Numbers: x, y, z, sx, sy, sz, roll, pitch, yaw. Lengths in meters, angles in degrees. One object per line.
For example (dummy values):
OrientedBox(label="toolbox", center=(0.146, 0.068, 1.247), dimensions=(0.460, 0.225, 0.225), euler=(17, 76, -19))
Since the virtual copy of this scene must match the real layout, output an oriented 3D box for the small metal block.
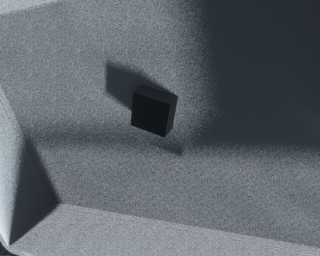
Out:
OrientedBox(label="small metal block", center=(-0.008, -0.022, 0.400), dimensions=(0.050, 0.025, 0.050), euler=(20, 126, 16))
